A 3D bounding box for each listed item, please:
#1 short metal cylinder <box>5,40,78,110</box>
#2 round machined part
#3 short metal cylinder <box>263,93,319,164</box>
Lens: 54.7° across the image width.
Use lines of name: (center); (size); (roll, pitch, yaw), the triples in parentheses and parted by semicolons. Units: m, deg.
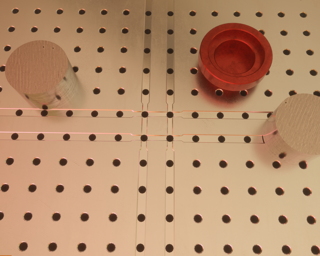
short metal cylinder: (-0.159, -0.072, 0.423); (0.081, 0.050, 0.080); (0, 70, 0)
round machined part: (0.103, -0.095, 0.438); (0.099, 0.042, 0.098); (0, 70, 0)
short metal cylinder: (0.181, 0.002, 0.399); (0.081, 0.050, 0.080); (0, 70, 0)
